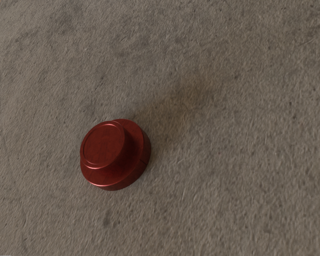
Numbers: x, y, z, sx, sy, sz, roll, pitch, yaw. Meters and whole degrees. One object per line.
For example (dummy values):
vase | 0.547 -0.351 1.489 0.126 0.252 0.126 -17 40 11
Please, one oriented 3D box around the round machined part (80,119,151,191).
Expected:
round machined part | -0.065 0.029 0.407 0.098 0.042 0.098 -13 56 20
